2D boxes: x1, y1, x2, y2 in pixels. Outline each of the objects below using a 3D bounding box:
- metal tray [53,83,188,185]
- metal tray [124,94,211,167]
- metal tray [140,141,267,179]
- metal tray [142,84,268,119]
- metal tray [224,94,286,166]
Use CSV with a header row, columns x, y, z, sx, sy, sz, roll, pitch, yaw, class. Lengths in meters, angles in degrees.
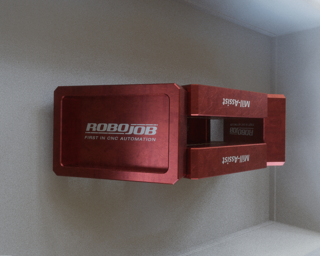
x,y,z,sx,sy,sz,roll,pitch,yaw,class
-0.041,0.004,0.304,0.030,0.130,0.089,0,91,-72,metal tray
0.014,0.003,0.413,0.131,0.030,0.089,-1,91,-41,metal tray
0.053,0.034,0.367,0.131,0.090,0.030,0,90,-40,metal tray
0.054,-0.027,0.367,0.131,0.090,0.030,0,90,-40,metal tray
0.131,0.002,0.447,0.030,0.130,0.089,1,90,-10,metal tray
